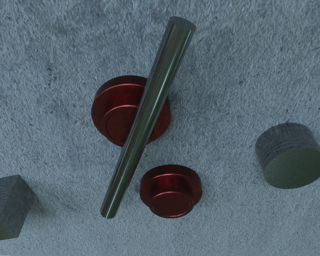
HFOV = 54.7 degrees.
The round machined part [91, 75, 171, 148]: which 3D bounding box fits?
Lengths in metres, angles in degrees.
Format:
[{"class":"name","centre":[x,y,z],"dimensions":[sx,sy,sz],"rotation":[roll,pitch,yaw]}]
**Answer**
[{"class":"round machined part","centre":[-0.036,-0.013,0.385],"dimensions":[0.099,0.042,0.097],"rotation":[0,130,0]}]

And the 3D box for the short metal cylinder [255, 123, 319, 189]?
[{"class":"short metal cylinder","centre":[0.178,0.039,0.426],"dimensions":[0.081,0.050,0.079],"rotation":[0,130,0]}]

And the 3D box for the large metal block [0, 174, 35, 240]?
[{"class":"large metal block","centre":[-0.253,0.124,0.474],"dimensions":[0.080,0.080,0.050],"rotation":[-11,129,9]}]

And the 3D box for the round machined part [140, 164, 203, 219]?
[{"class":"round machined part","centre":[0.017,0.105,0.486],"dimensions":[0.099,0.042,0.097],"rotation":[0,130,0]}]

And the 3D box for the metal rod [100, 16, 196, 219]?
[{"class":"metal rod","centre":[-0.028,0.015,0.364],"dimensions":[0.025,0.025,0.298],"rotation":[14,129,-12]}]
